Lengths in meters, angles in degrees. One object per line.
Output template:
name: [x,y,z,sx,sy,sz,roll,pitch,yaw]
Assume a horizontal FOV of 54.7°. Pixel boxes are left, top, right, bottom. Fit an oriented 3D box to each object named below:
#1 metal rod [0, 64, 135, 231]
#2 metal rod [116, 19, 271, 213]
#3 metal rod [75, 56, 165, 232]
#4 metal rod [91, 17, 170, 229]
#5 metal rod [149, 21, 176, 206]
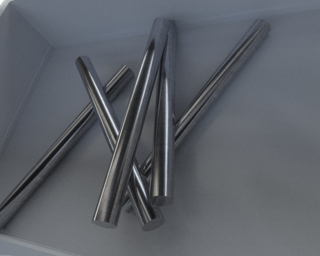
metal rod: [-0.143,0.024,0.464,0.025,0.025,0.300,33,79,38]
metal rod: [0.046,-0.022,0.393,0.025,0.025,0.300,32,79,37]
metal rod: [-0.065,-0.004,0.407,0.025,0.025,0.300,-34,52,5]
metal rod: [-0.026,-0.030,0.380,0.025,0.025,0.300,-5,54,25]
metal rod: [0.007,-0.044,0.403,0.025,0.025,0.300,-14,48,20]
